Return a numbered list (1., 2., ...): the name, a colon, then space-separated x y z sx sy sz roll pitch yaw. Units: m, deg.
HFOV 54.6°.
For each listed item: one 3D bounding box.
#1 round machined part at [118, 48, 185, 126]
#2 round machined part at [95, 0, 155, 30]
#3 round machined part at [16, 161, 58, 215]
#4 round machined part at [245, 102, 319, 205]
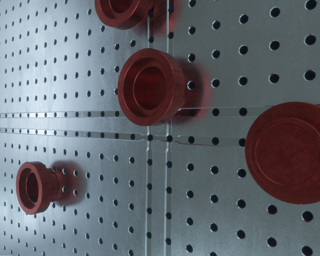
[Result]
1. round machined part: -0.007 -0.051 0.405 0.098 0.042 0.097 0 90 40
2. round machined part: -0.045 -0.187 0.437 0.098 0.042 0.097 0 90 40
3. round machined part: -0.231 0.112 0.592 0.098 0.042 0.097 0 90 40
4. round machined part: 0.126 0.024 0.295 0.098 0.042 0.097 0 90 40
